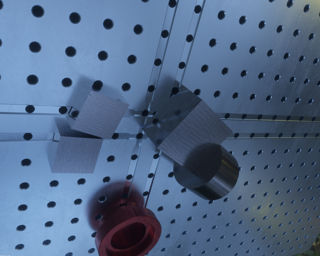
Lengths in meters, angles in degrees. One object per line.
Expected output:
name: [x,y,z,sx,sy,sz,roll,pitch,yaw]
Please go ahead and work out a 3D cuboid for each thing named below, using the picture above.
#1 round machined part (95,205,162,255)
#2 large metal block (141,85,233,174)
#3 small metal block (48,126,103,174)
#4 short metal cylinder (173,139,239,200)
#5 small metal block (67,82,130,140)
round machined part: [-0.051,0.157,0.471,0.099,0.042,0.097,-14,125,-21]
large metal block: [0.037,0.003,0.419,0.080,0.050,0.080,-47,129,4]
small metal block: [-0.102,0.027,0.373,0.050,0.025,0.050,6,115,-32]
short metal cylinder: [0.067,0.059,0.451,0.080,0.080,0.050,-48,130,5]
small metal block: [-0.072,-0.019,0.361,0.050,0.025,0.050,20,108,-36]
